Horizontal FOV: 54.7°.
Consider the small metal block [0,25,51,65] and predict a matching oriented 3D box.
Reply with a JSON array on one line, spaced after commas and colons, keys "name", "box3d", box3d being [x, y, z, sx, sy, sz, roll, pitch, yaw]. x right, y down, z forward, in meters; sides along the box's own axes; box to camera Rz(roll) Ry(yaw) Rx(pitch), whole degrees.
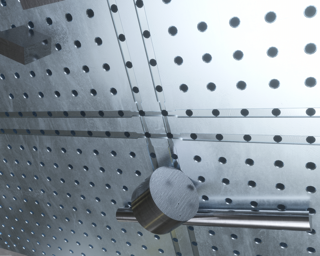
[{"name": "small metal block", "box3d": [-0.185, -0.113, 0.420, 0.050, 0.050, 0.025, 25, 127, 12]}]

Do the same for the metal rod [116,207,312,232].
[{"name": "metal rod", "box3d": [0.059, 0.133, 0.461, 0.300, 0.025, 0.025, -8, 115, 31]}]

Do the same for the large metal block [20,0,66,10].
[{"name": "large metal block", "box3d": [-0.121, -0.183, 0.344, 0.080, 0.050, 0.080, 1, 119, 27]}]

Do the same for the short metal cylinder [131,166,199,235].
[{"name": "short metal cylinder", "box3d": [0.007, 0.101, 0.433, 0.080, 0.080, 0.050, 42, 129, -1]}]
